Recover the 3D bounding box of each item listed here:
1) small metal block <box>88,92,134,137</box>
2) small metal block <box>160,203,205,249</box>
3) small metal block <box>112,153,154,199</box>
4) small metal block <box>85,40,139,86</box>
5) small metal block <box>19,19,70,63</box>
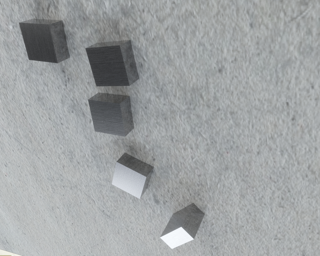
[{"bbox_3d":[-0.067,-0.019,0.429,0.050,0.025,0.050,9,122,23],"label":"small metal block"},{"bbox_3d":[0.034,0.146,0.462,0.025,0.050,0.050,46,129,-4],"label":"small metal block"},{"bbox_3d":[-0.042,0.073,0.472,0.050,0.025,0.050,25,127,12],"label":"small metal block"},{"bbox_3d":[-0.059,-0.080,0.387,0.050,0.025,0.050,3,120,26],"label":"small metal block"},{"bbox_3d":[-0.153,-0.117,0.413,0.050,0.025,0.050,11,123,22],"label":"small metal block"}]
